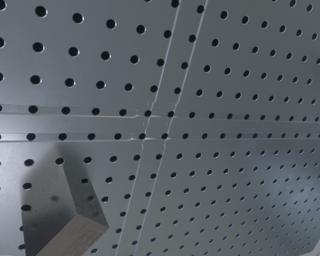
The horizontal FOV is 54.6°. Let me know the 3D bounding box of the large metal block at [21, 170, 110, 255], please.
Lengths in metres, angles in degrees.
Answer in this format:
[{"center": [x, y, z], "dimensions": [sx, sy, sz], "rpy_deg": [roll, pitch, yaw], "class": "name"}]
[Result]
[{"center": [-0.119, 0.114, 0.381], "dimensions": [0.080, 0.080, 0.050], "rpy_deg": [-46, 129, 3], "class": "large metal block"}]
